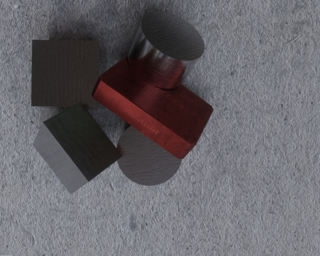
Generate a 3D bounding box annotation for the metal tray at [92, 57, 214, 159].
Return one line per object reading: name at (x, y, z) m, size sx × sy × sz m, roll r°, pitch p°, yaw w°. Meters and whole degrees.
metal tray at (-0.005, -0.032, 0.380) m, size 0.130 × 0.090 × 0.030 m, roll 36°, pitch 130°, yaw 0°

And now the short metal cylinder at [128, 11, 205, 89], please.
short metal cylinder at (0.007, -0.095, 0.379) m, size 0.081 × 0.050 × 0.080 m, roll 14°, pitch 53°, yaw -18°

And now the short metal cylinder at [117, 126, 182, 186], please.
short metal cylinder at (-0.013, 0.030, 0.399) m, size 0.081 × 0.050 × 0.080 m, roll 0°, pitch 90°, yaw 0°

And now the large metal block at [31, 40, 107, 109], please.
large metal block at (-0.113, -0.065, 0.396) m, size 0.081 × 0.050 × 0.080 m, roll 1°, pitch 90°, yaw 0°

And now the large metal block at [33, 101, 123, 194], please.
large metal block at (-0.103, 0.027, 0.376) m, size 0.050 × 0.080 × 0.080 m, roll -38°, pitch 91°, yaw -36°
